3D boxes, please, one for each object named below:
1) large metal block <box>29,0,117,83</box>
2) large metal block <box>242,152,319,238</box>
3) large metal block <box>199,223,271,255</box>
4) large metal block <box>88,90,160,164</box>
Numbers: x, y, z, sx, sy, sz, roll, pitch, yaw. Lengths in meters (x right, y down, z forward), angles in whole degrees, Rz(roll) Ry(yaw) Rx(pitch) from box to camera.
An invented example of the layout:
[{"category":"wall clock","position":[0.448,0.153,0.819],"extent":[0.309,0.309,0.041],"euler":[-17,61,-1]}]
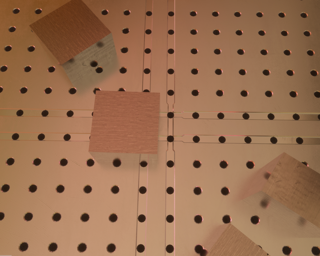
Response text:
[{"category":"large metal block","position":[-0.122,-0.126,0.444],"extent":[0.080,0.050,0.080],"euler":[-37,74,-13]},{"category":"large metal block","position":[0.151,0.080,0.354],"extent":[0.080,0.080,0.050],"euler":[33,74,11]},{"category":"large metal block","position":[0.081,0.164,0.339],"extent":[0.080,0.050,0.080],"euler":[38,74,13]},{"category":"large metal block","position":[-0.042,0.000,0.398],"extent":[0.080,0.050,0.080],"euler":[2,70,1]}]
